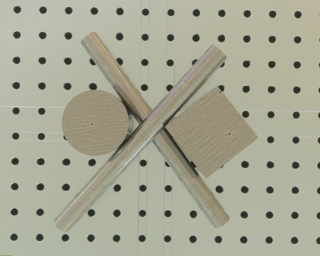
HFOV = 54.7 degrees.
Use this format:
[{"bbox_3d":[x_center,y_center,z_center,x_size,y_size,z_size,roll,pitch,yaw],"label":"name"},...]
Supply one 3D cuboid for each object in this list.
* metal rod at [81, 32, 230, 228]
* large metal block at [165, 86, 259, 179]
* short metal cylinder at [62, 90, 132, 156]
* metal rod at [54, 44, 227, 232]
[{"bbox_3d":[-0.006,0.003,0.409,0.025,0.025,0.299,-36,90,0],"label":"metal rod"},{"bbox_3d":[0.062,0.005,0.397,0.080,0.050,0.080,-38,90,0],"label":"large metal block"},{"bbox_3d":[-0.078,-0.006,0.396,0.081,0.050,0.079,0,90,0],"label":"short metal cylinder"},{"bbox_3d":[-0.029,0.019,0.388,0.025,0.025,0.299,42,98,0],"label":"metal rod"}]
